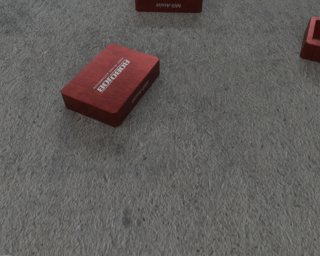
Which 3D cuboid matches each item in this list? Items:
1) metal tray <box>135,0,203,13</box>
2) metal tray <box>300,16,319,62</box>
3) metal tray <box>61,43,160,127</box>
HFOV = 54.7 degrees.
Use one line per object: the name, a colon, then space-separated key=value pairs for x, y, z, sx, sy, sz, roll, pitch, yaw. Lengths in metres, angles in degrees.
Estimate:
metal tray: x=0.019 y=-0.272 z=0.628 sx=0.131 sy=0.030 sz=0.090 roll=2 pitch=50 yaw=1
metal tray: x=0.311 y=-0.139 z=0.518 sx=0.130 sy=0.030 sz=0.090 roll=18 pitch=52 yaw=14
metal tray: x=-0.068 y=-0.068 z=0.456 sx=0.090 sy=0.030 sz=0.130 roll=21 pitch=53 yaw=17
